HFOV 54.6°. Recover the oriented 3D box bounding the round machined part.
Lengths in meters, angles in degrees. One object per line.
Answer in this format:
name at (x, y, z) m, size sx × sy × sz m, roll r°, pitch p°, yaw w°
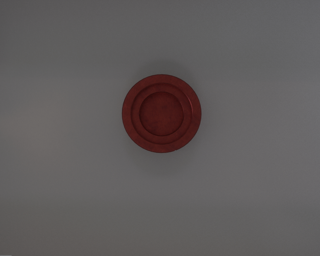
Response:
round machined part at (0.002, -0.018, 0.403) m, size 0.099 × 0.042 × 0.097 m, roll 0°, pitch 90°, yaw 0°
